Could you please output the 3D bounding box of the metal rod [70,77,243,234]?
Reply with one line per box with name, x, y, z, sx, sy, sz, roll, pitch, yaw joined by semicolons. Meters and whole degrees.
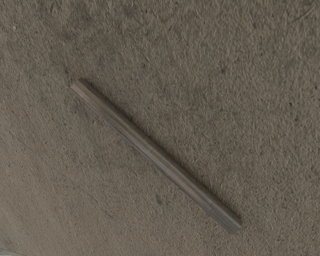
metal rod;-0.004;0.039;0.433;0.300;0.025;0.025;42;129;-1
